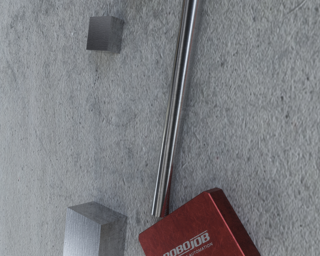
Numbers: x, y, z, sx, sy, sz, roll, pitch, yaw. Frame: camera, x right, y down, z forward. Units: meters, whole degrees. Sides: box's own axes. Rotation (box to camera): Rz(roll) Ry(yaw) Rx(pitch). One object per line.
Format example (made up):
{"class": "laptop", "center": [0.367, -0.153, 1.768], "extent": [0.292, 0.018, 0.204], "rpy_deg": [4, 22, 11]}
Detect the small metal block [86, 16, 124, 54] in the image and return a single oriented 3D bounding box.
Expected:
{"class": "small metal block", "center": [-0.084, -0.141, 0.472], "extent": [0.050, 0.025, 0.050], "rpy_deg": [14, 99, 38]}

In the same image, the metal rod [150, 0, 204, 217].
{"class": "metal rod", "center": [0.022, -0.035, 0.384], "extent": [0.025, 0.025, 0.298], "rpy_deg": [14, 99, 39]}

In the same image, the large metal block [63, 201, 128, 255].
{"class": "large metal block", "center": [-0.098, 0.165, 0.467], "extent": [0.080, 0.050, 0.079], "rpy_deg": [10, 97, 39]}

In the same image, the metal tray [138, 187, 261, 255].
{"class": "metal tray", "center": [0.040, 0.141, 0.367], "extent": [0.129, 0.030, 0.090], "rpy_deg": [-42, 65, 31]}
